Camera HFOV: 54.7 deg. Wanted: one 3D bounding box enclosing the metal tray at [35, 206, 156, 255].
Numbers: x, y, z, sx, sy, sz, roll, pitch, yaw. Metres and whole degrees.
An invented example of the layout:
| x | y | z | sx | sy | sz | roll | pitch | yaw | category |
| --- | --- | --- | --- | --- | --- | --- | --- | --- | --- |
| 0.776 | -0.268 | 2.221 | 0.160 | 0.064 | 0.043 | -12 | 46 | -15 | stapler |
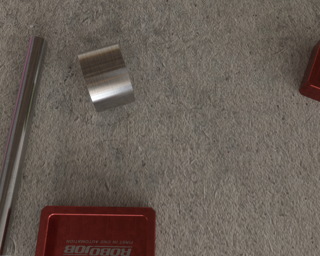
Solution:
| x | y | z | sx | sy | sz | roll | pitch | yaw | category |
| --- | --- | --- | --- | --- | --- | --- | --- | --- | --- |
| -0.071 | 0.137 | 0.354 | 0.131 | 0.030 | 0.090 | 1 | 70 | 0 | metal tray |

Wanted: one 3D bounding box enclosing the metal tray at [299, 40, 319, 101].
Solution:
| x | y | z | sx | sy | sz | roll | pitch | yaw | category |
| --- | --- | --- | --- | --- | --- | --- | --- | --- | --- |
| 0.274 | -0.067 | 0.433 | 0.130 | 0.030 | 0.090 | 23 | 71 | 8 | metal tray |

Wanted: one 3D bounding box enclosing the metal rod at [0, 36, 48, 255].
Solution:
| x | y | z | sx | sy | sz | roll | pitch | yaw | category |
| --- | --- | --- | --- | --- | --- | --- | --- | --- | --- |
| -0.183 | 0.014 | 0.400 | 0.025 | 0.025 | 0.299 | 3 | 70 | 0 | metal rod |

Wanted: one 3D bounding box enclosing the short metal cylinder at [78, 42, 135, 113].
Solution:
| x | y | z | sx | sy | sz | roll | pitch | yaw | category |
| --- | --- | --- | --- | --- | --- | --- | --- | --- | --- |
| -0.069 | -0.065 | 0.402 | 0.050 | 0.080 | 0.080 | -18 | 71 | -7 | short metal cylinder |
